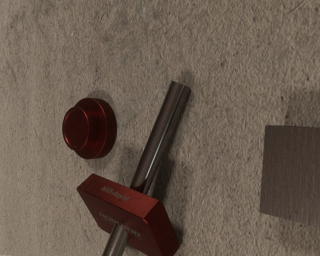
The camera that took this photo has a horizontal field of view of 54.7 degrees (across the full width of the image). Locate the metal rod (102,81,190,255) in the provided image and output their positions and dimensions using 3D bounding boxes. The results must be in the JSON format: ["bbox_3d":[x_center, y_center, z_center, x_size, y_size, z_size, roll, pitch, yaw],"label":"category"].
[{"bbox_3d":[-0.029,0.084,0.399,0.025,0.025,0.298,27,98,36],"label":"metal rod"}]

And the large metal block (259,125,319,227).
[{"bbox_3d":[0.139,0.040,0.273,0.080,0.050,0.079,5,93,39],"label":"large metal block"}]

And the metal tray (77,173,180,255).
[{"bbox_3d":[-0.043,0.116,0.404,0.130,0.030,0.090,12,133,39],"label":"metal tray"}]

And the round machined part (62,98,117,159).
[{"bbox_3d":[-0.117,0.001,0.487,0.098,0.042,0.097,0,90,39],"label":"round machined part"}]
